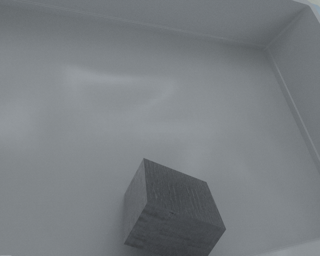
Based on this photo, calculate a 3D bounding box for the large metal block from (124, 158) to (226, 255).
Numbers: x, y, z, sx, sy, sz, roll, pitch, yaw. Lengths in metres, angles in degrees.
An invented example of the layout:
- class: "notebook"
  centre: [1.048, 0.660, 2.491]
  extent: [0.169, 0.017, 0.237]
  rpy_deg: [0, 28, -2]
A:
- class: "large metal block"
  centre: [0.011, 0.084, 0.320]
  extent: [0.080, 0.050, 0.080]
  rpy_deg: [23, 19, -14]
